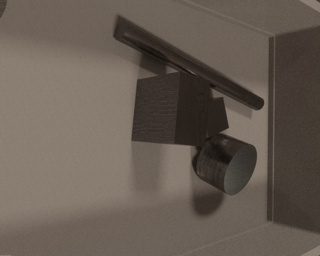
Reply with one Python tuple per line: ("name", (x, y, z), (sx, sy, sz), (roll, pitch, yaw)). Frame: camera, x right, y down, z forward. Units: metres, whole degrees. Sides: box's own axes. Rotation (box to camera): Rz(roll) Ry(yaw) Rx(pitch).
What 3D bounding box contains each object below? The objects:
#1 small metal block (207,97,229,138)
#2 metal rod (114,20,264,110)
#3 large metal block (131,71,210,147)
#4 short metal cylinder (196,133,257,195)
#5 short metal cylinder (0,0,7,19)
("small metal block", (0.076, -0.017, 0.473), (0.050, 0.025, 0.050), (-22, 104, -38))
("metal rod", (0.065, -0.080, 0.463), (0.302, 0.025, 0.025), (18, 79, -39))
("large metal block", (0.012, -0.020, 0.383), (0.050, 0.080, 0.080), (9, 85, -40))
("short metal cylinder", (0.100, 0.053, 0.463), (0.081, 0.050, 0.079), (-21, 122, -38))
("short metal cylinder", (-0.172, -0.108, 0.246), (0.081, 0.050, 0.079), (0, 90, -40))
